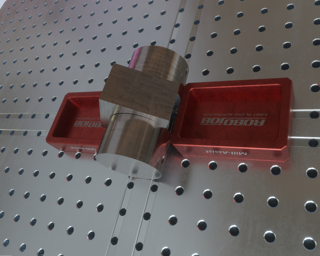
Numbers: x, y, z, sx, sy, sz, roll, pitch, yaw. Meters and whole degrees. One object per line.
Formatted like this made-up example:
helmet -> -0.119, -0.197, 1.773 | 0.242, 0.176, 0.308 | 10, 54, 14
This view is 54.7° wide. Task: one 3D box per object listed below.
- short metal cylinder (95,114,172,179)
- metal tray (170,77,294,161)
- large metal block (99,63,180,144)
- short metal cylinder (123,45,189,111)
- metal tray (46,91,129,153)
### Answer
short metal cylinder -> -0.031, 0.024, 0.374 | 0.080, 0.080, 0.050 | 2, 63, 29
metal tray -> 0.085, -0.012, 0.367 | 0.130, 0.030, 0.090 | 1, 62, 28
large metal block -> -0.027, -0.027, 0.385 | 0.080, 0.080, 0.050 | 17, 66, -2
short metal cylinder -> -0.006, -0.064, 0.415 | 0.080, 0.080, 0.050 | 1, 63, 29
metal tray -> -0.099, -0.010, 0.463 | 0.130, 0.030, 0.090 | 1, 62, 28
